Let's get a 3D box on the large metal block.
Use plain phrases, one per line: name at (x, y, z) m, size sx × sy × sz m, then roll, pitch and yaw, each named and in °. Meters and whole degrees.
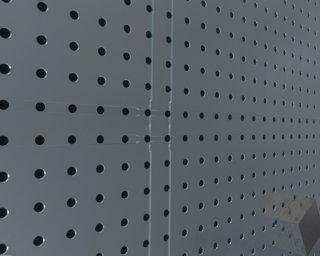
large metal block at (0.281, 0.195, 0.627) m, size 0.080 × 0.050 × 0.080 m, roll -33°, pitch 111°, yaw -35°
